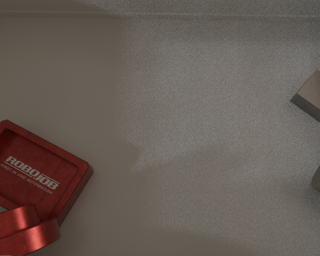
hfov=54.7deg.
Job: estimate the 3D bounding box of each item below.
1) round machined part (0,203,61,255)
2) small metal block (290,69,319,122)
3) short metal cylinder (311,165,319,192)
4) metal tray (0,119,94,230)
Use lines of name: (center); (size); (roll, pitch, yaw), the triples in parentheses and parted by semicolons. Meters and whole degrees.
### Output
round machined part: (-0.152, 0.104, 0.301); (0.099, 0.098, 0.042); (-18, 82, -7)
small metal block: (0.220, -0.044, 0.429); (0.050, 0.025, 0.050); (40, 74, 13)
short metal cylinder: (0.227, 0.054, 0.364); (0.050, 0.080, 0.080); (38, 74, 12)
metal tray: (-0.162, 0.057, 0.383); (0.130, 0.030, 0.090); (26, 72, 9)
